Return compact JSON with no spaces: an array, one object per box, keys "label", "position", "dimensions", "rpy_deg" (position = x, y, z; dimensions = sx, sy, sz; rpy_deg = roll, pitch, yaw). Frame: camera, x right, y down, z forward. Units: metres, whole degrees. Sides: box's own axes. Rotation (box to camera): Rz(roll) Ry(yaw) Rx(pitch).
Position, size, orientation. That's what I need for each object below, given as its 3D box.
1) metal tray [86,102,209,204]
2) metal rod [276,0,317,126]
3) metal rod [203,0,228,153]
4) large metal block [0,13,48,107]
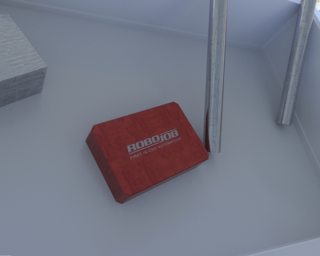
[{"label":"metal tray","position":[-0.012,0.025,0.382],"dimensions":[0.131,0.030,0.090],"rpy_deg":[-19,72,-36]},{"label":"metal rod","position":[0.240,-0.153,0.527],"dimensions":[0.025,0.025,0.298],"rpy_deg":[10,92,-24]},{"label":"metal rod","position":[0.079,-0.116,0.433],"dimensions":[0.025,0.025,0.298],"rpy_deg":[4,88,-27]},{"label":"large metal block","position":[-0.183,-0.069,0.334],"dimensions":[0.081,0.050,0.080],"rpy_deg":[-31,79,-38]}]
